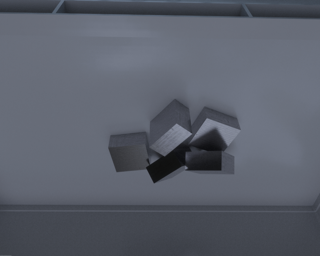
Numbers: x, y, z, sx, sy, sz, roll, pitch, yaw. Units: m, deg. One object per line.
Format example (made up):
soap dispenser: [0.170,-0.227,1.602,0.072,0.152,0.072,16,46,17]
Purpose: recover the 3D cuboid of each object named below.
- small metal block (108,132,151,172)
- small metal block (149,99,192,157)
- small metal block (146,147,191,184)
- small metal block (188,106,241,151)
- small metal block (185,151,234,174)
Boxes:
small metal block: [-0.041,0.035,0.438,0.050,0.025,0.050,-6,130,5]
small metal block: [0.012,-0.001,0.392,0.025,0.050,0.050,33,123,-25]
small metal block: [0.017,0.052,0.436,0.050,0.025,0.050,-36,163,26]
small metal block: [0.071,0.005,0.414,0.050,0.025,0.050,18,128,-16]
small metal block: [0.068,0.048,0.418,0.050,0.025,0.050,-4,165,31]
